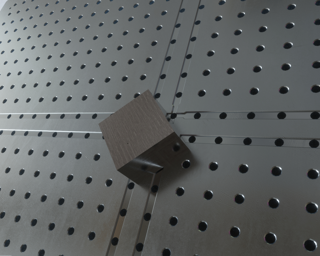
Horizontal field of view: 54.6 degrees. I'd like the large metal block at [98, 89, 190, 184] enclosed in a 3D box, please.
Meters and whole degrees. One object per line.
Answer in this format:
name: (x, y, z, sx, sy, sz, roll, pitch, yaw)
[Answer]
large metal block: (-0.022, 0.011, 0.398, 0.080, 0.050, 0.080, -34, 51, 5)
